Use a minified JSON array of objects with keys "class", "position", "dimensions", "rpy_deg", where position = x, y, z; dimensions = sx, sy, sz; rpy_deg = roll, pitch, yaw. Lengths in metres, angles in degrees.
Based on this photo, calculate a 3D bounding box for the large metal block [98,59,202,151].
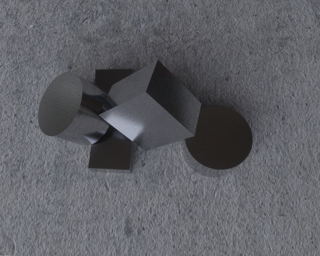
[{"class":"large metal block","position":[-0.011,-0.022,0.368],"dimensions":[0.080,0.080,0.050],"rpy_deg":[41,48,-30]}]

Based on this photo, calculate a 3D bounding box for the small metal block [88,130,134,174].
[{"class":"small metal block","position":[-0.061,0.031,0.397],"dimensions":[0.050,0.025,0.050],"rpy_deg":[3,70,0]}]

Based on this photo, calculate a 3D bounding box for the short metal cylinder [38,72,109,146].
[{"class":"short metal cylinder","position":[-0.104,-0.022,0.384],"dimensions":[0.080,0.050,0.080],"rpy_deg":[-13,67,33]}]

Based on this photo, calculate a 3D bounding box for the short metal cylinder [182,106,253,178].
[{"class":"short metal cylinder","position":[0.069,0.019,0.390],"dimensions":[0.081,0.050,0.080],"rpy_deg":[0,70,0]}]

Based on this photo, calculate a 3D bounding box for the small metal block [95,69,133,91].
[{"class":"small metal block","position":[-0.063,-0.053,0.428],"dimensions":[0.050,0.025,0.050],"rpy_deg":[-1,70,-1]}]
